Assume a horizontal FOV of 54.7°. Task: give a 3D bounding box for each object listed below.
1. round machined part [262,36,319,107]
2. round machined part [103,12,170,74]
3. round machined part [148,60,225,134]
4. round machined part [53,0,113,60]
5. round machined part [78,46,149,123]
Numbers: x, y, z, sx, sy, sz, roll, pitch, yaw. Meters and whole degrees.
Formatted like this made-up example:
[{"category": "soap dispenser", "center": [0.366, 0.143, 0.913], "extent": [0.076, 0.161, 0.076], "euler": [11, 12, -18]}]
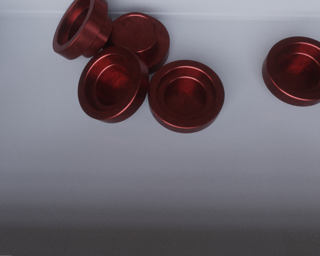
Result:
[{"category": "round machined part", "center": [0.190, -0.074, 0.429], "extent": [0.099, 0.042, 0.098], "euler": [0, 70, 0]}, {"category": "round machined part", "center": [-0.035, -0.126, 0.446], "extent": [0.099, 0.042, 0.098], "euler": [0, 70, 0]}, {"category": "round machined part", "center": [0.033, -0.038, 0.415], "extent": [0.099, 0.042, 0.098], "euler": [0, 70, 0]}, {"category": "round machined part", "center": [-0.103, -0.138, 0.432], "extent": [0.098, 0.042, 0.098], "euler": [-23, 53, 36]}, {"category": "round machined part", "center": [-0.056, -0.053, 0.405], "extent": [0.098, 0.042, 0.098], "euler": [-7, 74, 27]}]
